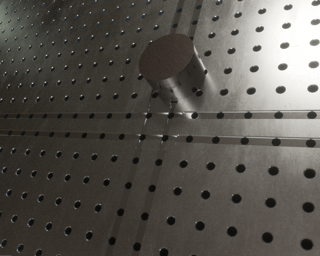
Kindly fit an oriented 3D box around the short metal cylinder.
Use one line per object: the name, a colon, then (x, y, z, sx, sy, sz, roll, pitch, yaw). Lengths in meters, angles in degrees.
short metal cylinder: (0.018, -0.084, 0.433, 0.080, 0.050, 0.080, -13, 56, 20)
